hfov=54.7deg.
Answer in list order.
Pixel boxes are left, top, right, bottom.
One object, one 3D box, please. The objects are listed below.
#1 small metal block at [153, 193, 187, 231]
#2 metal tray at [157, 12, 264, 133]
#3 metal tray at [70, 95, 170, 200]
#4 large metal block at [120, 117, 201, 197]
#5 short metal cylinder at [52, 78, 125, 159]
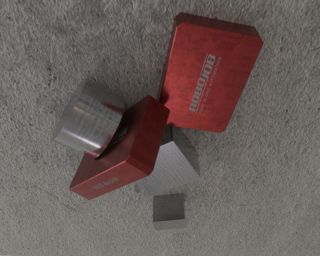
[{"bbox_3d":[0.016,0.137,0.508,0.050,0.050,0.025,-7,130,6],"label":"small metal block"},{"bbox_3d":[0.049,-0.057,0.356,0.091,0.030,0.129,8,130,-8],"label":"metal tray"},{"bbox_3d":[-0.049,0.026,0.362,0.030,0.090,0.130,36,138,-24],"label":"metal tray"},{"bbox_3d":[0.000,0.041,0.425,0.080,0.050,0.080,-23,127,18],"label":"large metal block"},{"bbox_3d":[-0.084,-0.011,0.361,0.050,0.080,0.080,28,125,-22],"label":"short metal cylinder"}]
